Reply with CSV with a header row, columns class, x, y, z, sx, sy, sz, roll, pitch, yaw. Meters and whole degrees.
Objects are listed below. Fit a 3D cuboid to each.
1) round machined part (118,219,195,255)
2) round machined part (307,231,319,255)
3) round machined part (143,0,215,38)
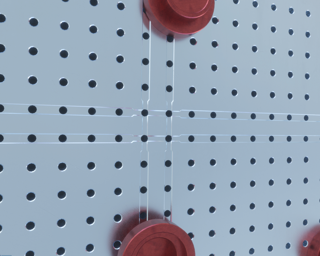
class,x,y,z,sx,sy,sz,roll,pitch,yaw
round machined part,-0.007,0.166,0.401,0.099,0.042,0.097,0,90,-20
round machined part,0.297,0.219,0.513,0.099,0.042,0.097,0,90,-20
round machined part,0.030,-0.174,0.414,0.099,0.042,0.097,0,90,-20
